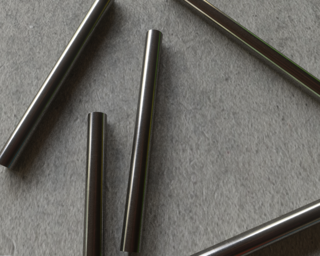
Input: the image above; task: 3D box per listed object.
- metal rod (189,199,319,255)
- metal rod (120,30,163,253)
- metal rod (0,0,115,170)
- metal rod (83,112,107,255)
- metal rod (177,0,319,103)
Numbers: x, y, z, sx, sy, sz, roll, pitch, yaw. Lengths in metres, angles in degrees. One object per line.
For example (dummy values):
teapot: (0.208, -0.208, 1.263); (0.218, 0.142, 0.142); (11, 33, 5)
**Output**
metal rod: (0.090, 0.138, 0.358); (0.302, 0.025, 0.025); (-20, 72, -8)
metal rod: (-0.021, 0.002, 0.407); (0.025, 0.025, 0.299); (5, 70, 1)
metal rod: (-0.137, -0.082, 0.436); (0.025, 0.025, 0.300); (22, 71, 7)
metal rod: (-0.076, 0.124, 0.361); (0.025, 0.025, 0.299); (-2, 70, -1)
metal rod: (0.126, -0.132, 0.457); (0.300, 0.025, 0.025); (41, 75, 13)
